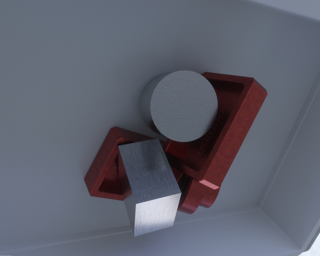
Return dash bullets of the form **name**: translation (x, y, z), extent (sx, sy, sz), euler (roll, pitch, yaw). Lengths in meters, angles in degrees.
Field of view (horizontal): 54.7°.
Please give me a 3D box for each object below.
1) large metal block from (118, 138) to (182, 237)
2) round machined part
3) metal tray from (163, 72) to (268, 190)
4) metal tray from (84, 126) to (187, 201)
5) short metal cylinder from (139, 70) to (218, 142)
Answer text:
- **large metal block**: translation (-0.017, 0.072, 0.378), extent (0.050, 0.080, 0.079), euler (-10, 139, -16)
- **round machined part**: translation (0.056, 0.073, 0.433), extent (0.042, 0.098, 0.097), euler (19, 112, -4)
- **metal tray**: translation (0.061, -0.002, 0.378), extent (0.030, 0.090, 0.130), euler (31, 85, -35)
- **metal tray**: translation (-0.025, 0.058, 0.426), extent (0.131, 0.030, 0.090), euler (19, 108, -36)
- **short metal cylinder**: translation (0.021, -0.026, 0.368), extent (0.081, 0.050, 0.079), euler (-2, 96, -17)
